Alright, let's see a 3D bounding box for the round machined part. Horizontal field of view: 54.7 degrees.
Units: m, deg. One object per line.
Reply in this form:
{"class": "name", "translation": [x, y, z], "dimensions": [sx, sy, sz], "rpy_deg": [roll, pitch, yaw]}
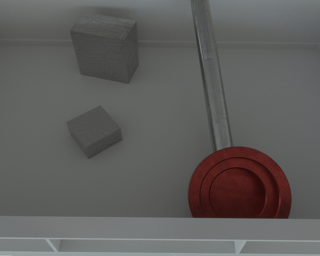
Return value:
{"class": "round machined part", "translation": [0.078, 0.069, 0.319], "dimensions": [0.099, 0.042, 0.097], "rpy_deg": [0, 82, 2]}

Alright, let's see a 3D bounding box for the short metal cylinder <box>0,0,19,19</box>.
{"class": "short metal cylinder", "translation": [-0.310, -0.245, 0.574], "dimensions": [0.080, 0.080, 0.050], "rpy_deg": [34, 58, 25]}

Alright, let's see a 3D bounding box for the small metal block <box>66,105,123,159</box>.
{"class": "small metal block", "translation": [-0.084, 0.004, 0.400], "dimensions": [0.050, 0.025, 0.050], "rpy_deg": [-30, 56, -23]}

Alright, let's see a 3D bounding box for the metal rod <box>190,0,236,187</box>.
{"class": "metal rod", "translation": [0.065, -0.075, 0.396], "dimensions": [0.025, 0.025, 0.299], "rpy_deg": [-4, 73, -4]}

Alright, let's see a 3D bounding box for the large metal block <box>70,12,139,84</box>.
{"class": "large metal block", "translation": [-0.080, -0.120, 0.469], "dimensions": [0.080, 0.080, 0.050], "rpy_deg": [13, 51, 10]}
